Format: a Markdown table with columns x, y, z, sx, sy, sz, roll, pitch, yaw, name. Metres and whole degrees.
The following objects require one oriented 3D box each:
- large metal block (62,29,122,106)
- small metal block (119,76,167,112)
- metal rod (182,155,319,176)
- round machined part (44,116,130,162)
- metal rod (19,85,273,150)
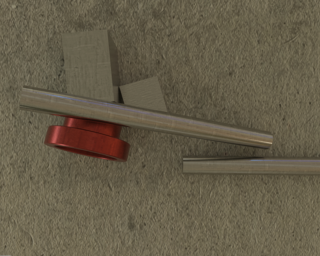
| x | y | z | sx | sy | sz | roll | pitch | yaw | name |
| --- | --- | --- | --- | --- | --- | --- | --- | --- | --- |
| -0.080 | -0.067 | 0.381 | 0.050 | 0.080 | 0.079 | -6 | 90 | 0 | large metal block |
| -0.021 | -0.036 | 0.410 | 0.050 | 0.025 | 0.050 | -16 | 90 | -1 | small metal block |
| 0.181 | 0.051 | 0.412 | 0.302 | 0.025 | 0.025 | 1 | 90 | -1 | metal rod |
| -0.084 | 0.010 | 0.374 | 0.099 | 0.098 | 0.042 | 12 | 79 | -1 | round machined part |
| 0.003 | -0.007 | 0.360 | 0.302 | 0.025 | 0.025 | 10 | 90 | -21 | metal rod |
